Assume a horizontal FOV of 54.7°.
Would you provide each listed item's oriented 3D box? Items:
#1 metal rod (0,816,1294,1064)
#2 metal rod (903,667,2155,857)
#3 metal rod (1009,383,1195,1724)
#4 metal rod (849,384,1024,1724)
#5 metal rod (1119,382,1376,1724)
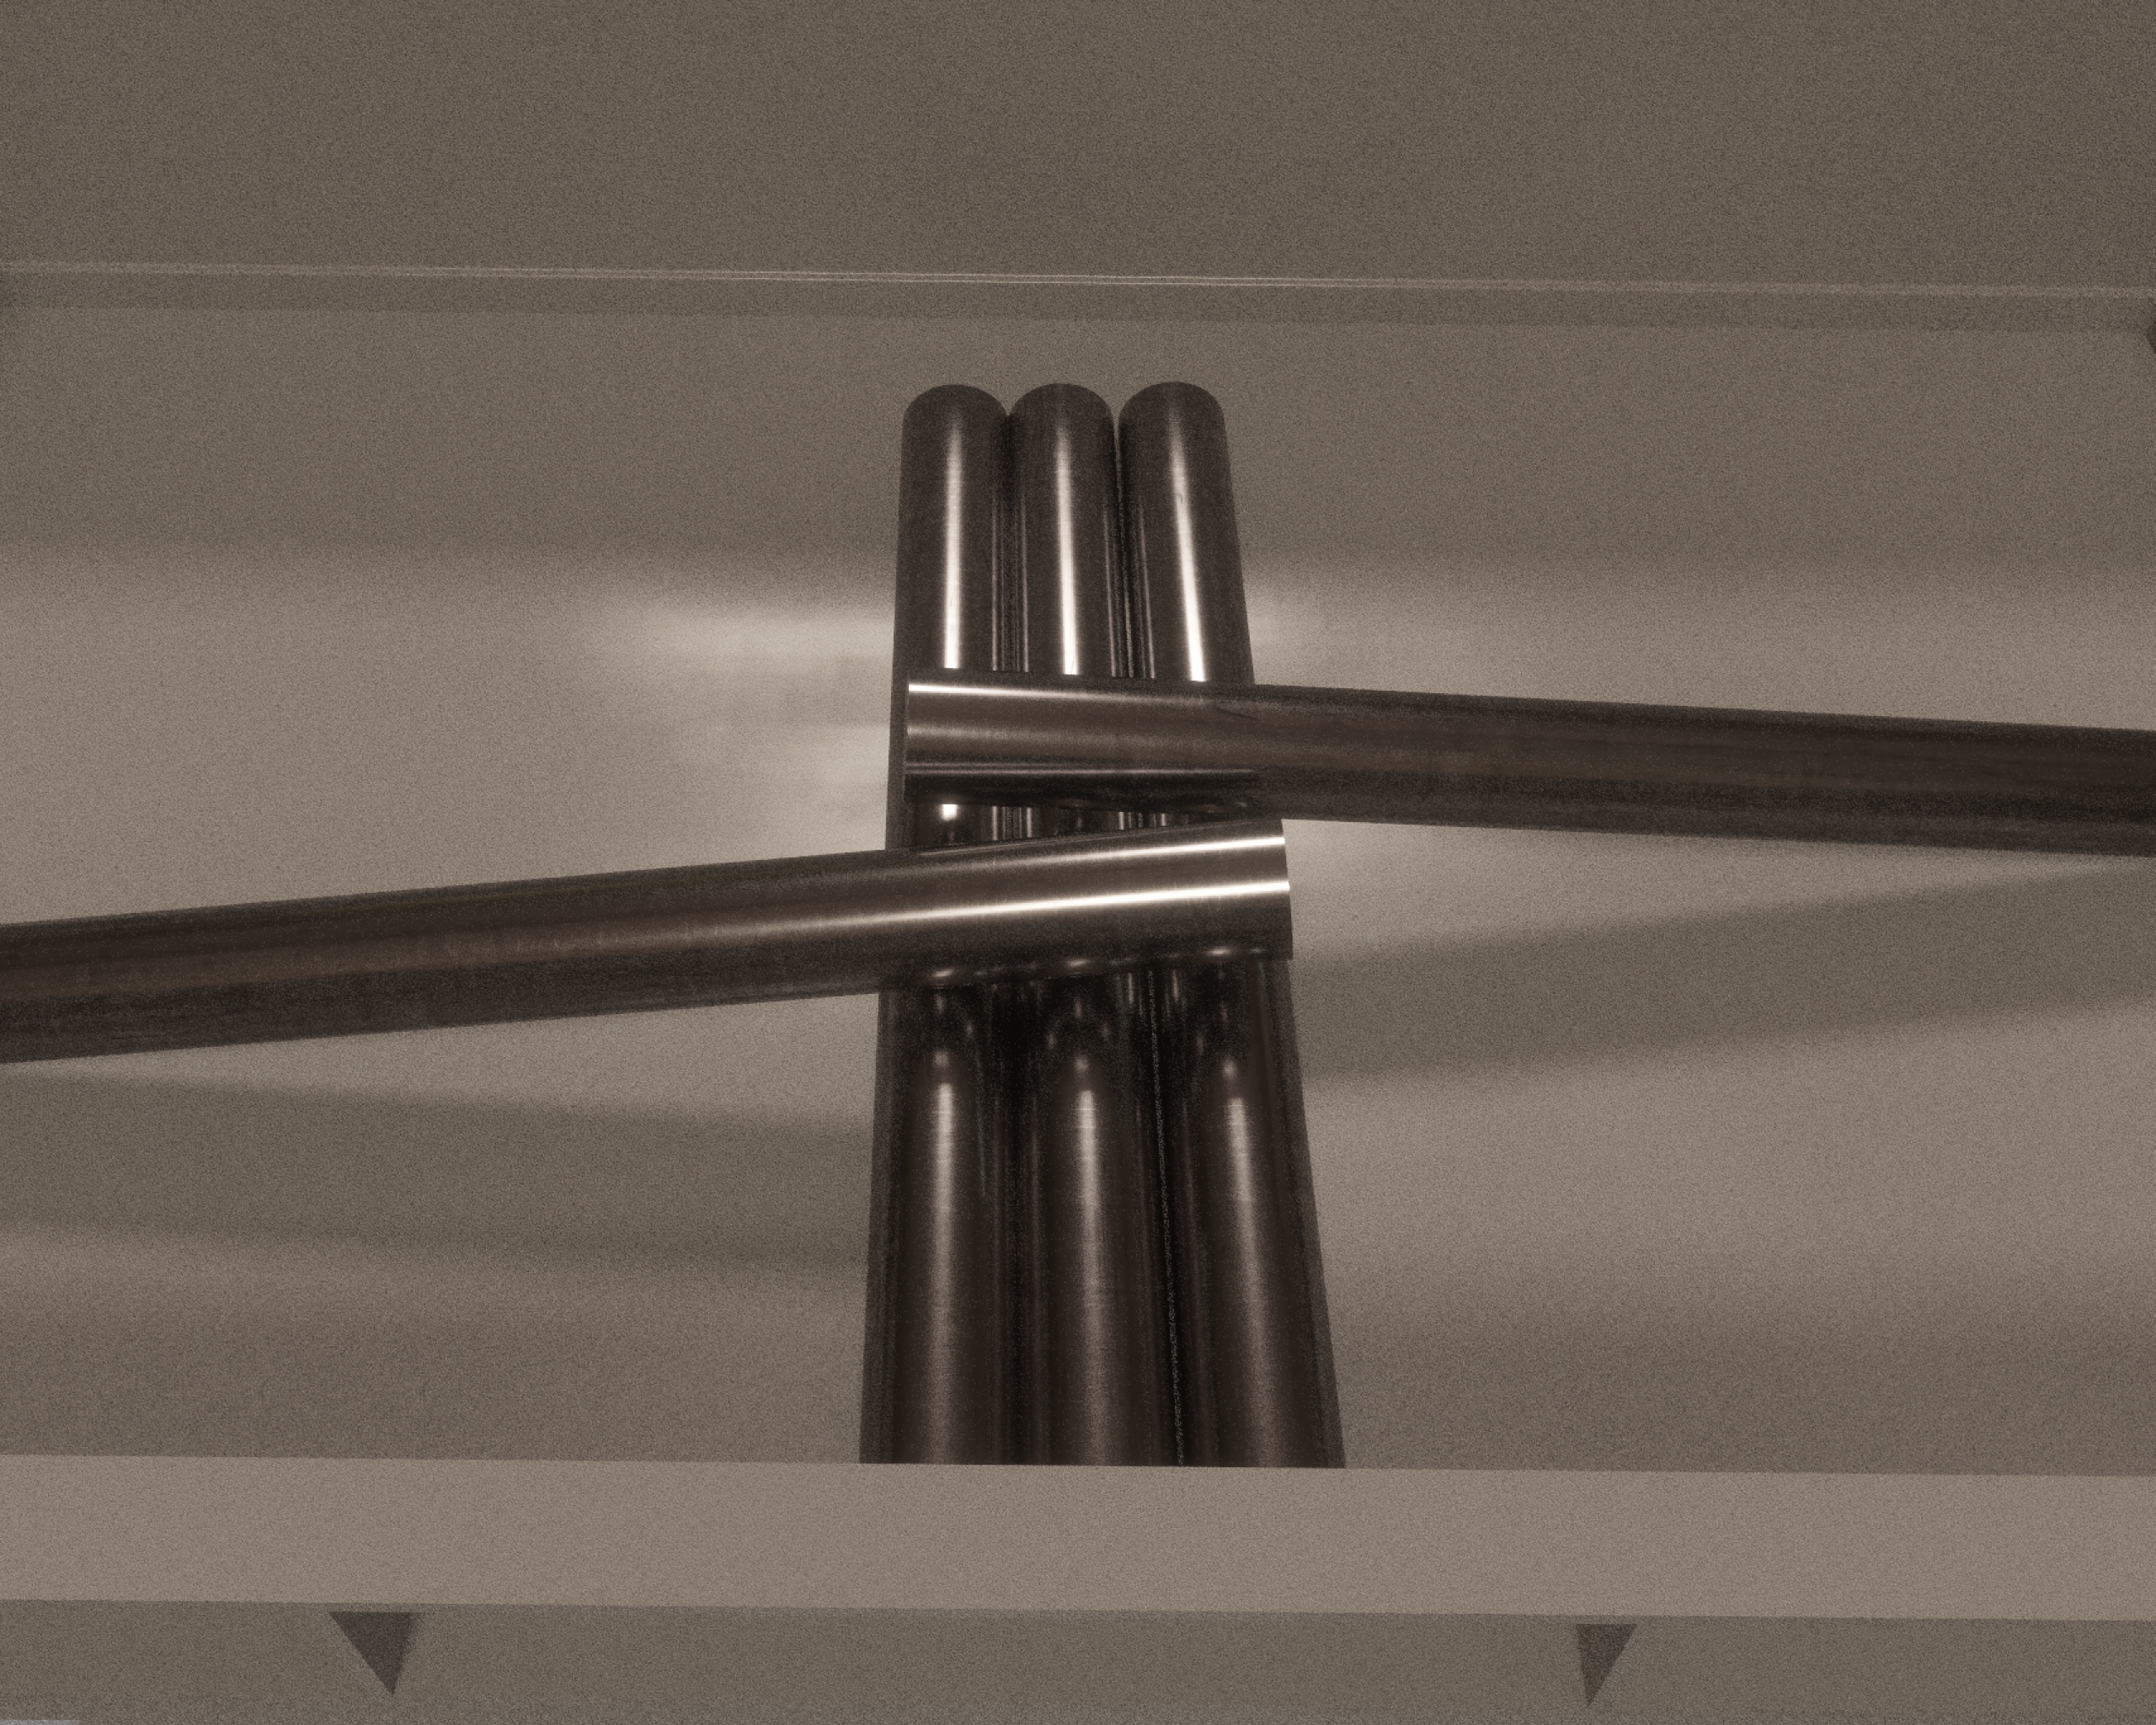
[{"bbox_3d":[-0.114,0.017,0.367,0.302,0.025,0.025,-5,50,3],"label":"metal rod"},{"bbox_3d":[0.119,-0.017,0.397,0.302,0.025,0.025,2,50,-7],"label":"metal rod"},{"bbox_3d":[0.000,0.012,0.393,0.025,0.025,0.300,-1,50,-1],"label":"metal rod"},{"bbox_3d":[-0.024,0.013,0.392,0.025,0.025,0.300,-1,50,-1],"label":"metal rod"},{"bbox_3d":[0.026,0.012,0.394,0.025,0.025,0.300,-1,50,-1],"label":"metal rod"}]
